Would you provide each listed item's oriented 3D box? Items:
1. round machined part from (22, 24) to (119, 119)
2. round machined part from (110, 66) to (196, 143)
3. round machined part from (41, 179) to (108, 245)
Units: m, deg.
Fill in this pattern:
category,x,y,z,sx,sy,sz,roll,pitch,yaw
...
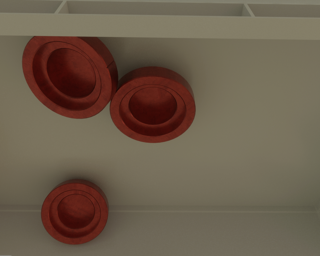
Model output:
category,x,y,z,sx,sy,sz,roll,pitch,yaw
round machined part,-0.091,-0.062,0.333,0.098,0.042,0.097,7,124,11
round machined part,-0.008,-0.031,0.371,0.099,0.042,0.097,0,130,0
round machined part,-0.130,0.127,0.485,0.099,0.042,0.097,-1,97,-6
